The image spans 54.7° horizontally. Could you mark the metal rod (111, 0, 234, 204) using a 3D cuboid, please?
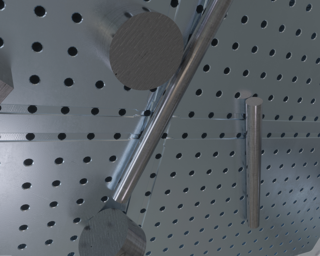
[{"bbox_3d":[0.009,-0.028,0.398,0.025,0.025,0.298,16,110,-35],"label":"metal rod"}]

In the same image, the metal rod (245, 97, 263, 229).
[{"bbox_3d":[0.166,0.078,0.550,0.025,0.025,0.298,-23,127,-15],"label":"metal rod"}]

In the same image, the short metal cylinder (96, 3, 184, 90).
[{"bbox_3d":[-0.022,-0.087,0.329,0.081,0.050,0.079,-14,124,-21],"label":"short metal cylinder"}]

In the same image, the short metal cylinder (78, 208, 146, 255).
[{"bbox_3d":[-0.067,0.162,0.440,0.080,0.080,0.050,-38,129,-3],"label":"short metal cylinder"}]

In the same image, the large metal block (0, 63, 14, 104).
[{"bbox_3d":[-0.190,-0.037,0.268,0.080,0.050,0.080,-47,129,4],"label":"large metal block"}]
